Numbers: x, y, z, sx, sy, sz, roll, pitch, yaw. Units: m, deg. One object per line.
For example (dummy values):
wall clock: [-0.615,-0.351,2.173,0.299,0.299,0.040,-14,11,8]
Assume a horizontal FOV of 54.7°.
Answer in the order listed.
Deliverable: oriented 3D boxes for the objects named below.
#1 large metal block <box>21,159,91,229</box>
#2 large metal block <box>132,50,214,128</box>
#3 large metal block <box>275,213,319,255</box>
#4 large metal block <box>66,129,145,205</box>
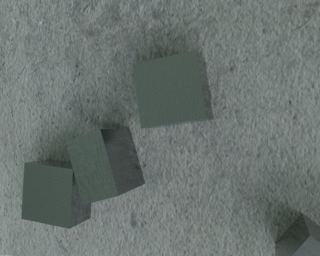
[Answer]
large metal block: [-0.147,0.091,0.446,0.080,0.050,0.079,4,91,19]
large metal block: [0.018,-0.045,0.389,0.080,0.050,0.080,-9,87,19]
large metal block: [0.170,0.144,0.320,0.080,0.080,0.050,38,102,15]
large metal block: [-0.067,0.046,0.402,0.050,0.080,0.080,-18,84,19]
